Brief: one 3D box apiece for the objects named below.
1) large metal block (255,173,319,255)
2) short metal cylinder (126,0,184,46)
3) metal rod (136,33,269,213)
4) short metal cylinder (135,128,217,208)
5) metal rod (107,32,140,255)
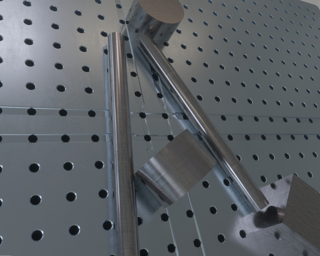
[{"bbox_3d":[0.186,0.123,0.417,0.080,0.050,0.080,37,51,-4],"label":"large metal block"},{"bbox_3d":[-0.009,-0.180,0.498,0.081,0.050,0.080,14,56,-21],"label":"short metal cylinder"},{"bbox_3d":[0.055,-0.015,0.446,0.025,0.025,0.299,-25,75,-37],"label":"metal rod"},{"bbox_3d":[0.018,0.045,0.355,0.050,0.080,0.080,49,51,5],"label":"short metal cylinder"},{"bbox_3d":[-0.048,0.000,0.382,0.025,0.025,0.299,7,59,-25],"label":"metal rod"}]
